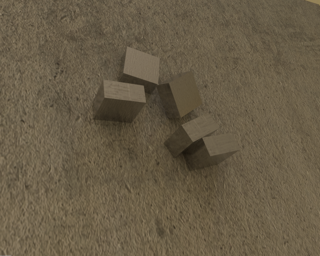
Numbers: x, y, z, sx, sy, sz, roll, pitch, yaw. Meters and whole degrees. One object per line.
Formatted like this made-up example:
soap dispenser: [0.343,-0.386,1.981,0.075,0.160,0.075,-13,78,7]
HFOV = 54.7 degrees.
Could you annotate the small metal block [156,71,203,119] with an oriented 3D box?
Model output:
small metal block: [0.028,-0.047,0.433,0.050,0.025,0.050,-33,111,-38]

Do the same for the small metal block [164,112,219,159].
small metal block: [0.040,0.010,0.403,0.050,0.050,0.025,-24,75,-37]

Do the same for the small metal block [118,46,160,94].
small metal block: [-0.029,-0.081,0.437,0.050,0.025,0.050,16,55,-19]

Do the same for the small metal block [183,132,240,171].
small metal block: [0.066,0.031,0.404,0.050,0.050,0.025,-8,66,-32]

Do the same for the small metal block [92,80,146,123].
small metal block: [-0.051,-0.031,0.379,0.050,0.050,0.025,5,60,-26]
